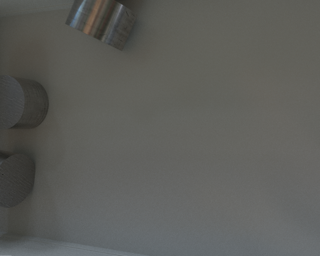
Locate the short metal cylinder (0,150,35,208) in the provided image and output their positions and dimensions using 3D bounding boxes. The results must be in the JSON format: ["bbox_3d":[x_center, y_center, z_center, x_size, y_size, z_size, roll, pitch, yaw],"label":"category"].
[{"bbox_3d":[-0.237,0.074,0.465,0.050,0.080,0.079,7,93,20],"label":"short metal cylinder"}]

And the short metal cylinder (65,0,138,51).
[{"bbox_3d":[-0.077,-0.142,0.408,0.080,0.080,0.050,29,100,17],"label":"short metal cylinder"}]

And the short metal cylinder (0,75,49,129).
[{"bbox_3d":[-0.221,-0.038,0.475,0.080,0.050,0.080,0,90,20],"label":"short metal cylinder"}]
